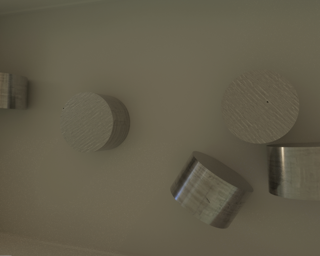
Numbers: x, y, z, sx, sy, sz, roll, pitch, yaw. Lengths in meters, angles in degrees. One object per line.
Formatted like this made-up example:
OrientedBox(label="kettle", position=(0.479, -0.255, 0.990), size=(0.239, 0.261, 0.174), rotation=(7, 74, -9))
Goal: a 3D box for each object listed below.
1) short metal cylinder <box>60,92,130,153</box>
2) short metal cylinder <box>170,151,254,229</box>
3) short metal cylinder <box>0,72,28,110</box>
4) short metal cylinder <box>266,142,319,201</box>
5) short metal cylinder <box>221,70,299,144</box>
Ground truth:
OrientedBox(label="short metal cylinder", position=(-0.089, -0.008, 0.428), size=(0.080, 0.050, 0.080), rotation=(0, 90, 20))
OrientedBox(label="short metal cylinder", position=(0.059, 0.070, 0.360), size=(0.080, 0.080, 0.050), rotation=(34, 101, 17))
OrientedBox(label="short metal cylinder", position=(-0.244, -0.055, 0.468), size=(0.080, 0.080, 0.050), rotation=(3, 91, 20))
OrientedBox(label="short metal cylinder", position=(0.156, 0.042, 0.326), size=(0.080, 0.080, 0.050), rotation=(-3, 89, 20))
OrientedBox(label="short metal cylinder", position=(0.115, -0.023, 0.357), size=(0.080, 0.050, 0.080), rotation=(0, 90, 20))
